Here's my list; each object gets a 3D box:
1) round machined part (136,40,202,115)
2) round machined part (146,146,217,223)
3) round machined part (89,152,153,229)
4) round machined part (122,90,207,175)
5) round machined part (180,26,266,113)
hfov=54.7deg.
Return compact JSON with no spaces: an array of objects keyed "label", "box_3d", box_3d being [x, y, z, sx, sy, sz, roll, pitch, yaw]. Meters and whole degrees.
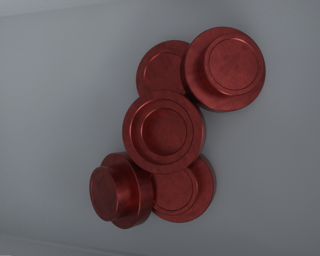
[{"label":"round machined part","box_3d":[0.014,-0.063,0.394,0.098,0.042,0.097,0,90,19]},{"label":"round machined part","box_3d":[0.019,0.072,0.392,0.098,0.042,0.097,0,90,19]},{"label":"round machined part","box_3d":[-0.056,0.081,0.396,0.098,0.042,0.097,6,98,49]},{"label":"round machined part","box_3d":[0.008,0.005,0.373,0.098,0.042,0.097,0,90,19]},{"label":"round machined part","box_3d":[0.075,-0.067,0.350,0.099,0.042,0.097,0,87,-11]}]
